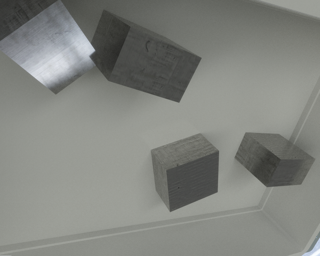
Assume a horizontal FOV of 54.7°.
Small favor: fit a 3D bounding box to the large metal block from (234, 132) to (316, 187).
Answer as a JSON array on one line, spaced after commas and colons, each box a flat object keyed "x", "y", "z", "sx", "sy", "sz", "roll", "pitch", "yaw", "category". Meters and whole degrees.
[{"x": 0.185, "y": 0.050, "z": 0.504, "sx": 0.081, "sy": 0.080, "sz": 0.050, "roll": 3, "pitch": 117, "yaw": -30, "category": "large metal block"}]

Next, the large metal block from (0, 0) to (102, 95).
[{"x": -0.101, "y": -0.085, "z": 0.246, "sx": 0.050, "sy": 0.080, "sz": 0.080, "roll": -38, "pitch": 161, "yaw": -3, "category": "large metal block"}]

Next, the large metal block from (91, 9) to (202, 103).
[{"x": -0.019, "y": -0.074, "z": 0.317, "sx": 0.081, "sy": 0.080, "sz": 0.050, "roll": 14, "pitch": 111, "yaw": -34, "category": "large metal block"}]

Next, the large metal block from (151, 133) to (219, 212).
[{"x": 0.037, "y": 0.064, "z": 0.452, "sx": 0.081, "sy": 0.050, "sz": 0.079, "roll": -18, "pitch": 126, "yaw": -18, "category": "large metal block"}]
